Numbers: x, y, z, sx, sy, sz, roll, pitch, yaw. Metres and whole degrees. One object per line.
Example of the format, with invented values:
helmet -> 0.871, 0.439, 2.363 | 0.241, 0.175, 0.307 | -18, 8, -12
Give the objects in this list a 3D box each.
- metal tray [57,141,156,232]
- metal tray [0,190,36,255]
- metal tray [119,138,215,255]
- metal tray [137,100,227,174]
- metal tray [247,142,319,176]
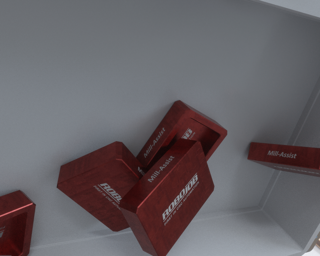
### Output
metal tray -> -0.056, 0.082, 0.403 | 0.090, 0.030, 0.130 | -24, 130, 14
metal tray -> -0.207, 0.131, 0.338 | 0.131, 0.030, 0.089 | -16, 130, -51
metal tray -> 0.016, 0.085, 0.394 | 0.131, 0.030, 0.090 | -43, 126, -35
metal tray -> 0.025, 0.035, 0.440 | 0.090, 0.030, 0.129 | 26, 104, -37
metal tray -> 0.218, 0.052, 0.491 | 0.091, 0.130, 0.030 | 20, 81, -34
